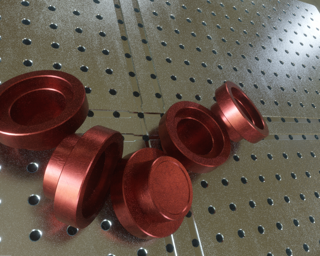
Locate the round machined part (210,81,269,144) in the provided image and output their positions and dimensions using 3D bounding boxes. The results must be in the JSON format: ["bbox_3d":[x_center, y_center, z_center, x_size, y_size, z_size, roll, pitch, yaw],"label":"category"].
[{"bbox_3d":[0.112,-0.018,0.456,0.098,0.042,0.098,36,31,-26],"label":"round machined part"}]

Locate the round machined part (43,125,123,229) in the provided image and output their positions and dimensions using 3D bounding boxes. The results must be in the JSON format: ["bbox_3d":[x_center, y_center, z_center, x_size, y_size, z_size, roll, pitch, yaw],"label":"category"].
[{"bbox_3d":[-0.075,0.043,0.301,0.042,0.097,0.098,18,51,10],"label":"round machined part"}]

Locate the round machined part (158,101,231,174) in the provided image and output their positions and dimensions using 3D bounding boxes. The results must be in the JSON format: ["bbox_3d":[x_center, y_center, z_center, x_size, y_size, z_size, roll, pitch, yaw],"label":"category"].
[{"bbox_3d":[0.041,0.016,0.407,0.099,0.042,0.098,18,49,-22],"label":"round machined part"}]

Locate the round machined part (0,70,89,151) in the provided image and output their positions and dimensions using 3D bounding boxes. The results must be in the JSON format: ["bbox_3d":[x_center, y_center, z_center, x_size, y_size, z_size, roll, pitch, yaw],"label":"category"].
[{"bbox_3d":[-0.124,-0.015,0.323,0.099,0.042,0.098,0,46,1],"label":"round machined part"}]

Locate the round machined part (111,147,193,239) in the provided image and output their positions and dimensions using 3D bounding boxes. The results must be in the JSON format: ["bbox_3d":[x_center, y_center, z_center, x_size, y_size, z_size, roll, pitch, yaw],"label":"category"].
[{"bbox_3d":[-0.001,0.068,0.336,0.099,0.042,0.098,24,55,-40],"label":"round machined part"}]
